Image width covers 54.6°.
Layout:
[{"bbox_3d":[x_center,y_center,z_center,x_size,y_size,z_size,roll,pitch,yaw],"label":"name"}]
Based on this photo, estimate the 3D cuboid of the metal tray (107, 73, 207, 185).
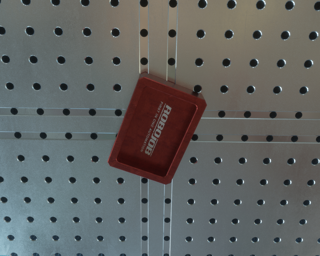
[{"bbox_3d":[-0.006,0.003,0.411,0.090,0.030,0.129,20,109,-8],"label":"metal tray"}]
